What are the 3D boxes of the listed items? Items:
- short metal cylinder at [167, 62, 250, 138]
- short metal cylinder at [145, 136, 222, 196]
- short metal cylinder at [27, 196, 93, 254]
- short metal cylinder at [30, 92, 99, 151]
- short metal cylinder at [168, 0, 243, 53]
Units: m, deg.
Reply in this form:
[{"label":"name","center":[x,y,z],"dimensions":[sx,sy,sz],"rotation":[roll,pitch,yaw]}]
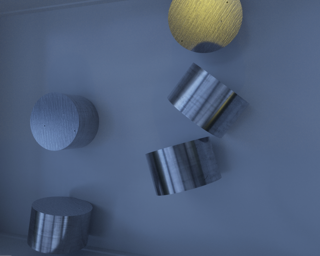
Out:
[{"label":"short metal cylinder","center":[0.056,-0.032,0.361],"dimensions":[0.080,0.080,0.050],"rotation":[40,103,15]},{"label":"short metal cylinder","center":[0.028,0.045,0.371],"dimensions":[0.080,0.080,0.050],"rotation":[-17,84,19]},{"label":"short metal cylinder","center":[-0.138,0.132,0.430],"dimensions":[0.080,0.080,0.050],"rotation":[9,93,20]},{"label":"short metal cylinder","center":[-0.136,-0.009,0.445],"dimensions":[0.080,0.050,0.080],"rotation":[0,90,20]},{"label":"short metal cylinder","center":[0.052,-0.134,0.358],"dimensions":[0.080,0.050,0.079],"rotation":[4,128,5]}]
